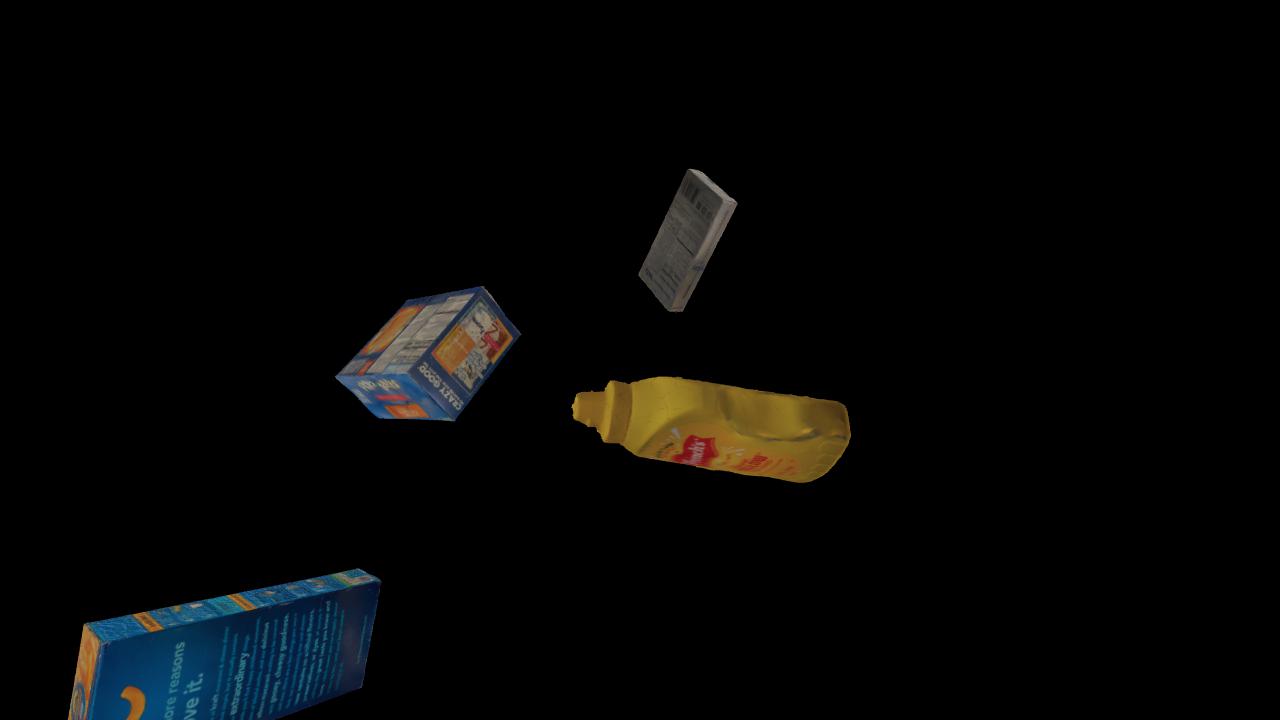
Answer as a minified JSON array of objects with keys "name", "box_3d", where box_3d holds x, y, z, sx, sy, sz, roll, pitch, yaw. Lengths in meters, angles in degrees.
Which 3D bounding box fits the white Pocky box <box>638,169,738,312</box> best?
[{"name":"white Pocky box","box_3d":[0.054,-0.143,0.747,0.028,0.154,0.084,-1,41,-37]}]

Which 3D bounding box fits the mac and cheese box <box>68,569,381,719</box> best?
[{"name":"mac and cheese box","box_3d":[-0.285,0.216,0.443,0.041,0.093,0.184,10,-1,34]}]

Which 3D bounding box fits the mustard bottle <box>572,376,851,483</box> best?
[{"name":"mustard bottle","box_3d":[0.043,0.046,0.431,0.184,0.054,0.092,10,-24,-12]}]

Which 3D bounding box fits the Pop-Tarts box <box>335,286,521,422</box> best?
[{"name":"Pop-Tarts box","box_3d":[-0.253,-0.005,0.738,0.167,0.141,0.083,-4,-47,40]}]
